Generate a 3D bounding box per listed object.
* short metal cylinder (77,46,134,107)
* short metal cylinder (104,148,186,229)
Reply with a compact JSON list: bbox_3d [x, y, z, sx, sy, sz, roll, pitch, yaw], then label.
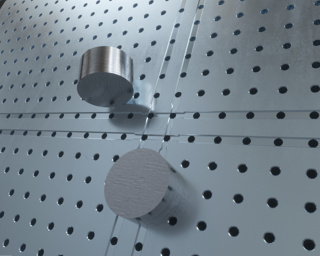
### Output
[{"bbox_3d":[-0.080,-0.074,0.460,0.080,0.080,0.050,-16,55,19],"label":"short metal cylinder"},{"bbox_3d":[-0.016,0.070,0.358,0.080,0.050,0.080,-13,56,21],"label":"short metal cylinder"}]
